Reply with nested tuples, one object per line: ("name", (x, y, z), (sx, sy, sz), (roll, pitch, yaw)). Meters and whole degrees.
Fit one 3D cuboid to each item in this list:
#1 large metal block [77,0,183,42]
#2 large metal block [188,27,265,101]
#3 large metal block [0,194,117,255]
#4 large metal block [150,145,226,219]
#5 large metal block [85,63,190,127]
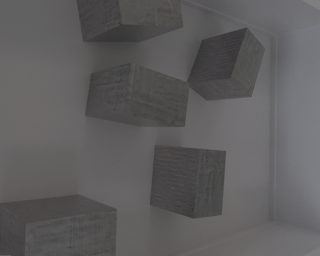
("large metal block", (-0.034, -0.128, 0.342), (0.081, 0.080, 0.050), (-13, 99, -39))
("large metal block", (0.095, -0.089, 0.450), (0.050, 0.080, 0.080), (32, 70, -36))
("large metal block", (-0.097, 0.098, 0.290), (0.081, 0.080, 0.050), (2, 89, -40))
("large metal block", (0.035, 0.065, 0.400), (0.050, 0.080, 0.080), (8, 85, -40))
("large metal block", (-0.026, -0.032, 0.349), (0.081, 0.080, 0.050), (11, 83, -40))
